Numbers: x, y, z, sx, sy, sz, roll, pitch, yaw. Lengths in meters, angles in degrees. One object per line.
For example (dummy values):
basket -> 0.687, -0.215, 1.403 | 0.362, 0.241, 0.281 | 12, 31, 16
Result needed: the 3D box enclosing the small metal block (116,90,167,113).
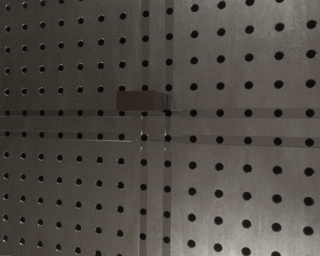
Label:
small metal block -> -0.023, -0.034, 0.407 | 0.050, 0.050, 0.025 | 1, 91, 19
